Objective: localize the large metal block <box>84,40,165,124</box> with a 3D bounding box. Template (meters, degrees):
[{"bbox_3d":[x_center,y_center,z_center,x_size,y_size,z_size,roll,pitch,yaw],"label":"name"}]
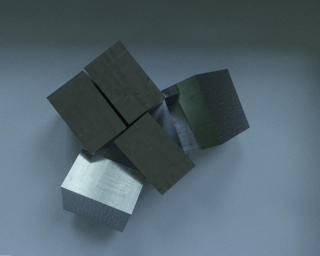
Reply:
[{"bbox_3d":[-0.040,-0.051,0.382,0.050,0.080,0.080,-39,91,0],"label":"large metal block"}]

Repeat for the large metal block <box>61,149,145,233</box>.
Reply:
[{"bbox_3d":[-0.069,0.079,0.375,0.080,0.080,0.050,22,55,-1],"label":"large metal block"}]

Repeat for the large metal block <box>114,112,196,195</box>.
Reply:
[{"bbox_3d":[-0.006,0.028,0.382,0.050,0.080,0.080,-42,91,0],"label":"large metal block"}]

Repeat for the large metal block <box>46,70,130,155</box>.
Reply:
[{"bbox_3d":[-0.081,-0.017,0.382,0.050,0.080,0.080,-38,90,0],"label":"large metal block"}]

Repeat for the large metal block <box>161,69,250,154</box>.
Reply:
[{"bbox_3d":[0.058,-0.022,0.377,0.050,0.081,0.080,-21,90,40],"label":"large metal block"}]
